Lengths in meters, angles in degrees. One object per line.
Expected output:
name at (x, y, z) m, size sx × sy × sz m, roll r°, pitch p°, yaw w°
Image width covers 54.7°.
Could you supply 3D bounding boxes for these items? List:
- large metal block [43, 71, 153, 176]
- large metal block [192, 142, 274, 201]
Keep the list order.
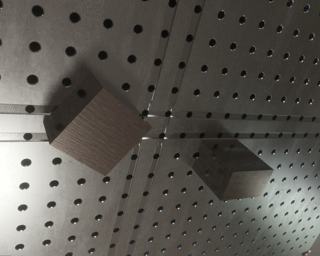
large metal block at (-0.071, -0.004, 0.355) m, size 0.080 × 0.050 × 0.080 m, roll -46°, pitch 130°, yaw 4°
large metal block at (0.110, 0.063, 0.477) m, size 0.081 × 0.080 × 0.050 m, roll 2°, pitch 117°, yaw -30°
